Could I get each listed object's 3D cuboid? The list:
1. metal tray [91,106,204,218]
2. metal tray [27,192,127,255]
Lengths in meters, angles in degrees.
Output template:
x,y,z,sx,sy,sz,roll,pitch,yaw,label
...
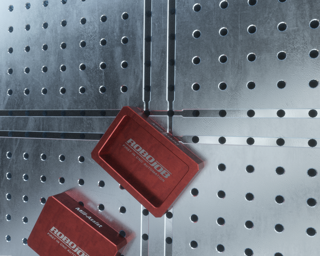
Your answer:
x,y,z,sx,sy,sz,roll,pitch,yaw,label
-0.019,0.043,0.417,0.130,0.030,0.090,40,102,15,metal tray
-0.124,0.167,0.454,0.130,0.030,0.090,31,100,17,metal tray
